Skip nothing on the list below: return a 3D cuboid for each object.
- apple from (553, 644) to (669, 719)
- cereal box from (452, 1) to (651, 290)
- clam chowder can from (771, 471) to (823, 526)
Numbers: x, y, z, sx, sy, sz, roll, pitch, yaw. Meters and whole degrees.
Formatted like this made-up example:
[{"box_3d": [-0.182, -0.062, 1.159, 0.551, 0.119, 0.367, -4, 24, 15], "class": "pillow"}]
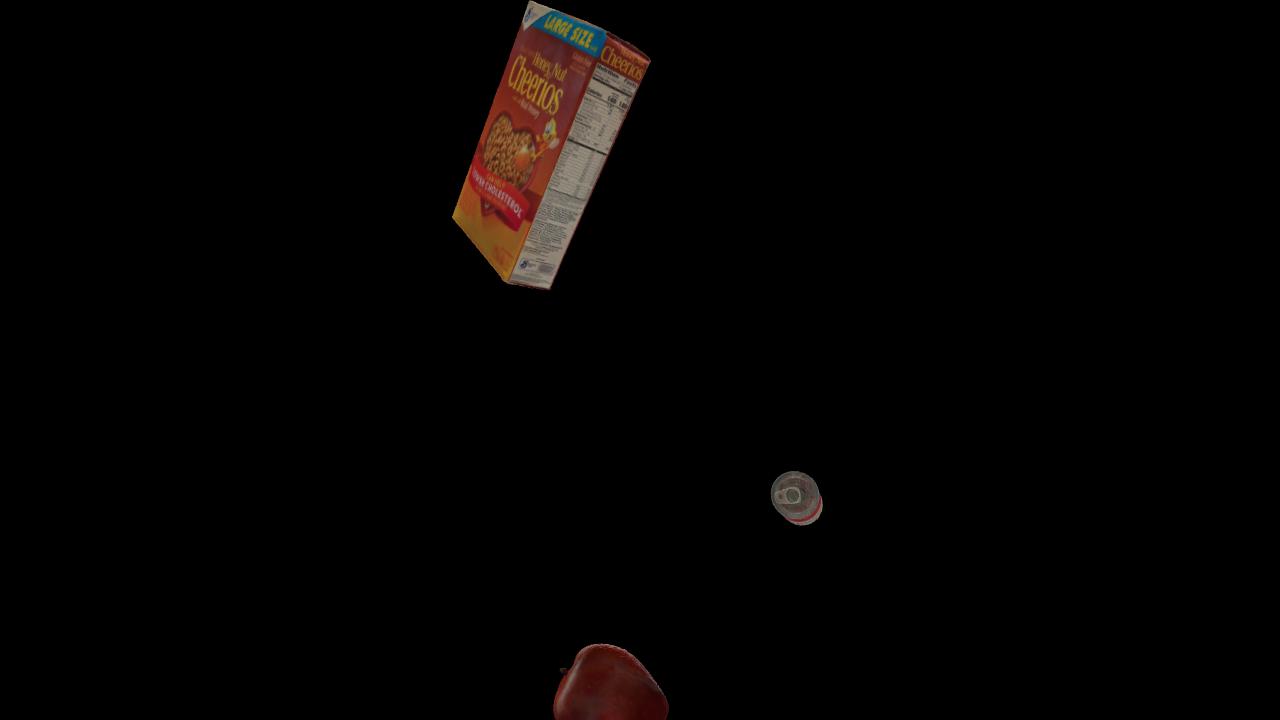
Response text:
[{"box_3d": [-0.026, 0.275, 0.498, 0.093, 0.079, 0.079, 29, 0, 1], "class": "apple"}, {"box_3d": [-0.127, -0.270, 0.778, 0.081, 0.306, 0.203, 6, 30, -42], "class": "cereal box"}, {"box_3d": [0.234, 0.207, 0.911, 0.068, 0.068, 0.102, 0, -20, 20], "class": "clam chowder can"}]
